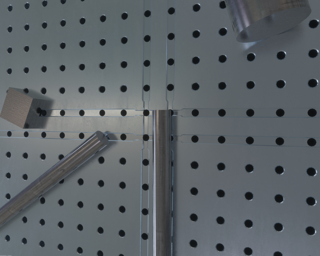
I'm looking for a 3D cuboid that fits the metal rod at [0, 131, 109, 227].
[{"bbox_3d":[-0.198,0.100,0.482,0.300,0.025,0.025,-36,79,16],"label":"metal rod"}]

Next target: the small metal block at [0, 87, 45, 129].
[{"bbox_3d":[-0.218,-0.031,0.489,0.050,0.025,0.050,24,98,18],"label":"small metal block"}]

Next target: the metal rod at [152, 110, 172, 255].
[{"bbox_3d":[0.003,0.126,0.411,0.025,0.025,0.298,0,90,20],"label":"metal rod"}]

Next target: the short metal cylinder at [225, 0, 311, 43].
[{"bbox_3d":[0.117,-0.135,0.342,0.080,0.080,0.050,-17,84,19],"label":"short metal cylinder"}]
